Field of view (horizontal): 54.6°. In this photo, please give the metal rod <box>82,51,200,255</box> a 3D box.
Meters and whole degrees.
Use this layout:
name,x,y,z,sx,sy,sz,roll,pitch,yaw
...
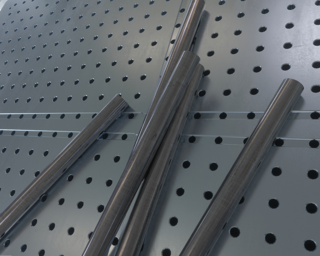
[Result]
name,x,y,z,sx,sy,sz,roll,pitch,yaw
metal rod,-0.024,0.041,0.368,0.025,0.025,0.300,18,77,35

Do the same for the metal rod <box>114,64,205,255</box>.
name,x,y,z,sx,sy,sz,roll,pitch,yaw
metal rod,0.000,0.046,0.381,0.025,0.025,0.300,8,65,31

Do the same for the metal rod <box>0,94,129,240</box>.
name,x,y,z,sx,sy,sz,roll,pitch,yaw
metal rod,-0.158,0.066,0.451,0.300,0.025,0.025,-47,51,-5

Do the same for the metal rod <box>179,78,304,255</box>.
name,x,y,z,sx,sy,sz,roll,pitch,yaw
metal rod,0.072,0.072,0.326,0.025,0.025,0.300,25,75,37

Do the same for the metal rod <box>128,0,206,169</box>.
name,x,y,z,sx,sy,sz,roll,pitch,yaw
metal rod,0.013,-0.070,0.445,0.025,0.025,0.300,6,65,31
